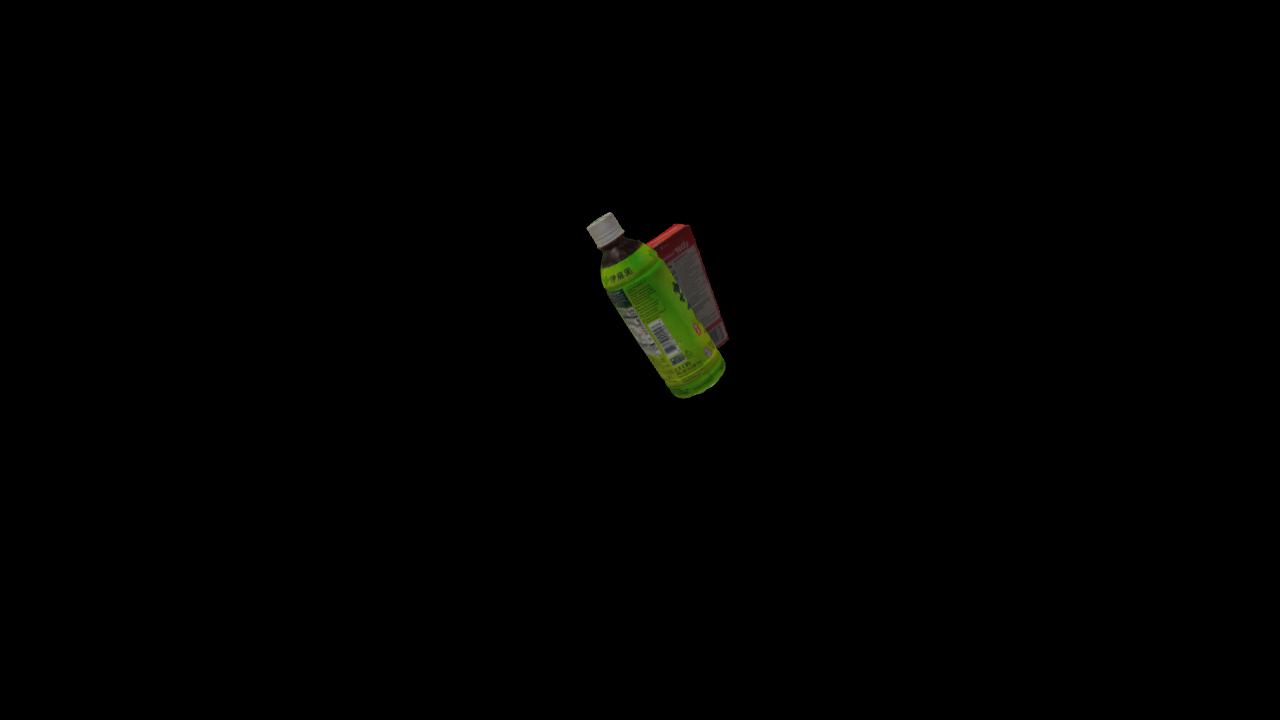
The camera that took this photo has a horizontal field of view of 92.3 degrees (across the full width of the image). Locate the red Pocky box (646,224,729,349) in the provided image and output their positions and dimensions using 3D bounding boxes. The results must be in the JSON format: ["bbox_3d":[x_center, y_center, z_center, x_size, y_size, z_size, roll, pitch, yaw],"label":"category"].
[{"bbox_3d":[0.043,-0.065,0.686,0.083,0.155,0.028,-36,33,-21],"label":"red Pocky box"}]

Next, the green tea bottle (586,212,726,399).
[{"bbox_3d":[0.013,-0.058,0.654,0.073,0.212,0.073,-29,21,12],"label":"green tea bottle"}]
